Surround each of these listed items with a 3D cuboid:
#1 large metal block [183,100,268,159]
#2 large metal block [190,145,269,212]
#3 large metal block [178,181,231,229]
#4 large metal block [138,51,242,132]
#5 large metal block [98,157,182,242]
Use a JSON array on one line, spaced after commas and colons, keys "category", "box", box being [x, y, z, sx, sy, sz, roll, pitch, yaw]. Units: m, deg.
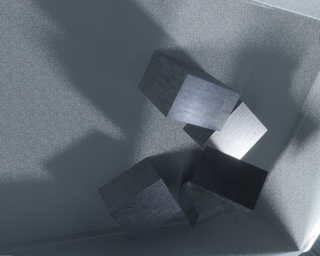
[{"category": "large metal block", "box": [0.095, 0.002, 0.448, 0.080, 0.050, 0.080, -48, 129, 5]}, {"category": "large metal block", "box": [0.087, 0.070, 0.410, 0.050, 0.080, 0.080, -64, 167, -13]}, {"category": "large metal block", "box": [0.079, 0.108, 0.487, 0.081, 0.050, 0.080, -23, 151, -15]}, {"category": "large metal block", "box": [0.032, -0.044, 0.365, 0.081, 0.080, 0.050, 14, 111, -34]}, {"category": "large metal block", "box": [-0.027, 0.103, 0.443, 0.080, 0.050, 0.080, -34, 129, -7]}]
